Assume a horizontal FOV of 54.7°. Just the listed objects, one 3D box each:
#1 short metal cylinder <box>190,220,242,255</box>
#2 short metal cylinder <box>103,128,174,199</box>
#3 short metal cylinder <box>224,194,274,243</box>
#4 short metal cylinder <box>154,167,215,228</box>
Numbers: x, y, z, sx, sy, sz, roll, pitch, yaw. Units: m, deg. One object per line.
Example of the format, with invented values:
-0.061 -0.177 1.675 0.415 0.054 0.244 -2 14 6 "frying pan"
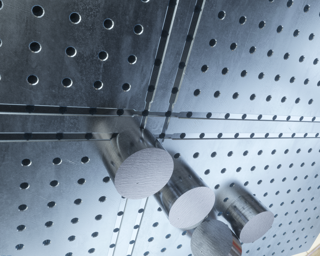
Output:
0.103 0.217 0.569 0.080 0.080 0.050 -40 130 -2 "short metal cylinder"
-0.029 0.047 0.410 0.081 0.050 0.079 -14 124 -21 "short metal cylinder"
0.172 0.176 0.601 0.081 0.050 0.079 -14 125 -21 "short metal cylinder"
0.038 0.109 0.485 0.081 0.050 0.079 -14 124 -22 "short metal cylinder"
